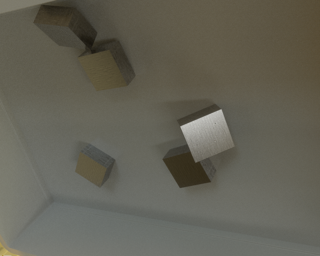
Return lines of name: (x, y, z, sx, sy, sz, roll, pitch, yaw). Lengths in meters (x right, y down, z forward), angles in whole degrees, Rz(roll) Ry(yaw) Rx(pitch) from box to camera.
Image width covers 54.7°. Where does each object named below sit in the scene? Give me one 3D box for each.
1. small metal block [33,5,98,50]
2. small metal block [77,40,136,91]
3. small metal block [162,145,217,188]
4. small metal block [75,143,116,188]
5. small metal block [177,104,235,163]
small metal block: (-0.113, -0.121, 0.376, 0.050, 0.025, 0.050, 13, 167, 21)
small metal block: (-0.066, -0.077, 0.390, 0.050, 0.025, 0.050, -4, 127, 30)
small metal block: (0.040, 0.050, 0.419, 0.050, 0.025, 0.050, -19, 108, 35)
small metal block: (-0.106, 0.061, 0.502, 0.050, 0.025, 0.050, 31, 128, 8)
small metal block: (0.054, 0.006, 0.369, 0.050, 0.025, 0.050, -23, 109, 1)
